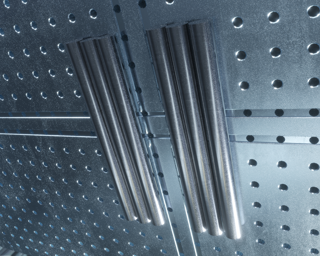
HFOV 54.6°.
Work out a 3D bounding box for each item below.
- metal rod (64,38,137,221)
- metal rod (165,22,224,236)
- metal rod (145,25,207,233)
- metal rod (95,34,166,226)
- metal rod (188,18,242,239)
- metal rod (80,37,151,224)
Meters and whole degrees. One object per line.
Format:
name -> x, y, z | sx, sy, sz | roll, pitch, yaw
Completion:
metal rod -> -0.079, 0.019, 0.465 | 0.025, 0.025, 0.298 | 1, 119, 28
metal rod -> 0.050, 0.020, 0.397 | 0.025, 0.025, 0.298 | 1, 119, 28
metal rod -> 0.028, 0.019, 0.408 | 0.025, 0.025, 0.298 | 1, 119, 28
metal rod -> -0.034, 0.020, 0.441 | 0.025, 0.025, 0.298 | 1, 119, 28
metal rod -> 0.074, 0.021, 0.384 | 0.025, 0.025, 0.298 | 1, 119, 28
metal rod -> -0.056, 0.020, 0.453 | 0.025, 0.025, 0.298 | 1, 119, 28
